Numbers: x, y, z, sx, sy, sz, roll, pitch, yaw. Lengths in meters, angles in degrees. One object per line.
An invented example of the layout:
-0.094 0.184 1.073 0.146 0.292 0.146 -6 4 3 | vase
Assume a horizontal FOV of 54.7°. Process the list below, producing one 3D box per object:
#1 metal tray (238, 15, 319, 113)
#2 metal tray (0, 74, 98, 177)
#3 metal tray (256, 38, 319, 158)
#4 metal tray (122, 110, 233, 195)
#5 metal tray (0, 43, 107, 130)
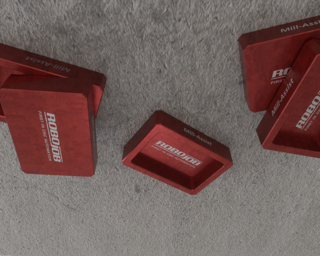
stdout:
0.159 -0.072 0.344 0.131 0.030 0.090 -12 129 9 | metal tray
-0.124 0.003 0.365 0.091 0.030 0.129 3 130 -3 | metal tray
0.177 -0.025 0.343 0.091 0.030 0.129 10 130 -9 | metal tray
0.025 0.040 0.437 0.131 0.030 0.090 28 125 -22 | metal tray
-0.139 -0.038 0.369 0.131 0.030 0.089 15 129 -13 | metal tray
